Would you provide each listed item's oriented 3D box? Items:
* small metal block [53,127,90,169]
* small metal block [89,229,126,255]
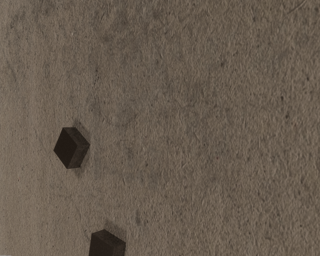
[{"bbox_3d":[-0.151,0.033,0.526,0.050,0.025,0.050,43,116,31],"label":"small metal block"},{"bbox_3d":[-0.081,0.190,0.469,0.050,0.025,0.050,15,100,38],"label":"small metal block"}]
